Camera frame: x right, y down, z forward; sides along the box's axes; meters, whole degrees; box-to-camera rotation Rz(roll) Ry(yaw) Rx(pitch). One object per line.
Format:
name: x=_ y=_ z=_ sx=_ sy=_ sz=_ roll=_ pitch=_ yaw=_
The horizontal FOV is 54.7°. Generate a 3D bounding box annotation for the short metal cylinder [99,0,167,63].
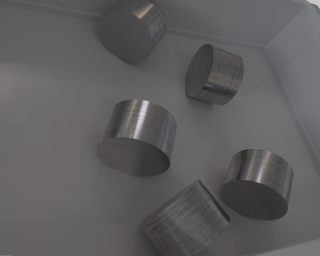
short metal cylinder: x=-0.037 y=-0.139 z=0.435 sx=0.080 sy=0.080 sz=0.050 roll=35 pitch=51 yaw=-6

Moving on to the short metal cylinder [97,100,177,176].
short metal cylinder: x=-0.024 y=0.013 z=0.349 sx=0.080 sy=0.080 sz=0.050 roll=23 pitch=53 yaw=-15

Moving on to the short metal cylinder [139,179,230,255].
short metal cylinder: x=0.025 y=0.098 z=0.324 sx=0.081 sy=0.080 sz=0.050 roll=-31 pitch=79 yaw=-38

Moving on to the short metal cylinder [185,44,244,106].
short metal cylinder: x=0.079 y=-0.078 z=0.460 sx=0.050 sy=0.080 sz=0.080 roll=15 pitch=56 yaw=-20

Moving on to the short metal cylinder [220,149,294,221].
short metal cylinder: x=0.123 y=0.072 z=0.392 sx=0.080 sy=0.080 sz=0.050 roll=35 pitch=51 yaw=-5
